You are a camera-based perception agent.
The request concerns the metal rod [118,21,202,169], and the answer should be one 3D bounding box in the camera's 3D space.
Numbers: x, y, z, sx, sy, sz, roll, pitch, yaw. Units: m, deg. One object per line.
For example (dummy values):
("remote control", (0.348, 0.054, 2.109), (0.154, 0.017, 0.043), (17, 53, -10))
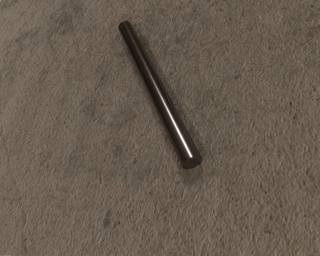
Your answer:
("metal rod", (-0.012, -0.068, 0.450), (0.025, 0.025, 0.300), (-31, 52, 8))
